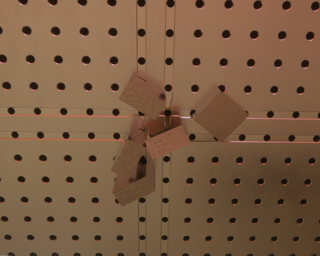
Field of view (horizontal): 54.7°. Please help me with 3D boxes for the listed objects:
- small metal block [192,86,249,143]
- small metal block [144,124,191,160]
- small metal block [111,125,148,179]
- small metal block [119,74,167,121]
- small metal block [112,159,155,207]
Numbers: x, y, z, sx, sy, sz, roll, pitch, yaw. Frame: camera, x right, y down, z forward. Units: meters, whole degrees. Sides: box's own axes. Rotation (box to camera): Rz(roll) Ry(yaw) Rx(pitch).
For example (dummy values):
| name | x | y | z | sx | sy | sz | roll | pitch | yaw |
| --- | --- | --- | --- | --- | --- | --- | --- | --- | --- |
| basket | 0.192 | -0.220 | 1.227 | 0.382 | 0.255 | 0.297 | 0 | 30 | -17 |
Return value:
| name | x | y | z | sx | sy | sz | roll | pitch | yaw |
| --- | --- | --- | --- | --- | --- | --- | --- | --- | --- |
| small metal block | 0.079 | -0.018 | 0.408 | 0.050 | 0.025 | 0.050 | 38 | 105 | -13 |
| small metal block | 0.011 | 0.016 | 0.402 | 0.050 | 0.050 | 0.025 | -23 | 91 | 4 |
| small metal block | -0.040 | 0.031 | 0.411 | 0.025 | 0.050 | 0.050 | 26 | 108 | -9 |
| small metal block | -0.020 | -0.040 | 0.385 | 0.050 | 0.050 | 0.025 | 30 | 107 | -11 |
| small metal block | -0.034 | 0.075 | 0.427 | 0.050 | 0.050 | 0.025 | -27 | 108 | 9 |
